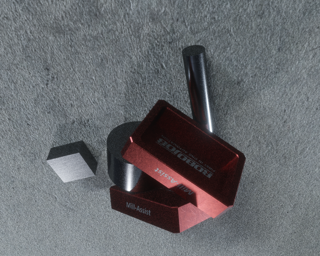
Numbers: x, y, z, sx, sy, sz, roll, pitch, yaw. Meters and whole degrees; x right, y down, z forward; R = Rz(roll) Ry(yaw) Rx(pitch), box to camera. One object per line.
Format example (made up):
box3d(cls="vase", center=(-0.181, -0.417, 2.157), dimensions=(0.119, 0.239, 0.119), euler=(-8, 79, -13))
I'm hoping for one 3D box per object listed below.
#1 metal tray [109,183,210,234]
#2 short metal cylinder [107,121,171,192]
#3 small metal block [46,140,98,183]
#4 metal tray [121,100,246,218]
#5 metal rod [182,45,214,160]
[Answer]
box3d(cls="metal tray", center=(0.007, 0.091, 0.406), dimensions=(0.091, 0.130, 0.030), euler=(-10, 98, -41))
box3d(cls="short metal cylinder", center=(-0.028, 0.036, 0.401), dimensions=(0.081, 0.080, 0.050), euler=(3, 130, -4))
box3d(cls="small metal block", center=(-0.126, 0.049, 0.447), dimensions=(0.050, 0.025, 0.050), euler=(-14, 129, 11))
box3d(cls="metal tray", center=(0.032, 0.032, 0.362), dimensions=(0.130, 0.090, 0.030), euler=(34, 132, -1))
box3d(cls="metal rod", center=(0.065, 0.027, 0.431), dimensions=(0.025, 0.025, 0.298), euler=(-9, 130, 7))
